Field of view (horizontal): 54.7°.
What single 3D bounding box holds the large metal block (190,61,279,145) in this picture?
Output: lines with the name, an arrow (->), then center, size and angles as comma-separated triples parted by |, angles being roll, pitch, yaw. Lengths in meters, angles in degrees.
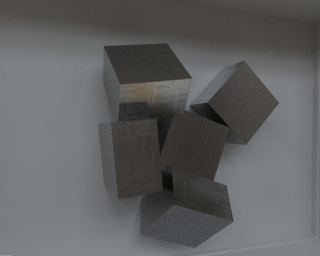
large metal block -> 0.105, -0.034, 0.436 | 0.080, 0.050, 0.080 | 46, 76, -15

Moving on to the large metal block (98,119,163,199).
large metal block -> -0.038, 0.032, 0.367 | 0.050, 0.080, 0.079 | -6, 92, -20

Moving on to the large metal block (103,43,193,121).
large metal block -> -0.019, -0.057, 0.367 | 0.081, 0.080, 0.050 | -8, 135, -19

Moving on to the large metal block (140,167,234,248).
large metal block -> 0.030, 0.102, 0.386 | 0.080, 0.080, 0.050 | 21, 41, -21

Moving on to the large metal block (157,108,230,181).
large metal block -> 0.035, 0.024, 0.411 | 0.080, 0.050, 0.080 | 20, 83, -19
